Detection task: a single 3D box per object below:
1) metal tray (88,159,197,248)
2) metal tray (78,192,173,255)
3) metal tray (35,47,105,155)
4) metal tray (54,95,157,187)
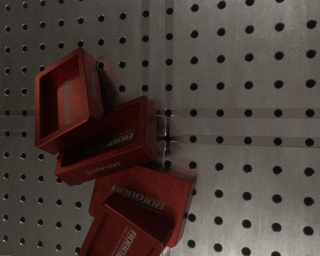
[{"bbox_3d":[-0.026,0.093,0.418,0.130,0.030,0.089,15,95,19],"label":"metal tray"},{"bbox_3d":[-0.051,0.157,0.401,0.090,0.030,0.129,32,118,10],"label":"metal tray"},{"bbox_3d":[-0.127,-0.039,0.424,0.090,0.030,0.130,-27,55,17],"label":"metal tray"},{"bbox_3d":[-0.069,0.017,0.405,0.130,0.030,0.090,-19,43,18],"label":"metal tray"}]
